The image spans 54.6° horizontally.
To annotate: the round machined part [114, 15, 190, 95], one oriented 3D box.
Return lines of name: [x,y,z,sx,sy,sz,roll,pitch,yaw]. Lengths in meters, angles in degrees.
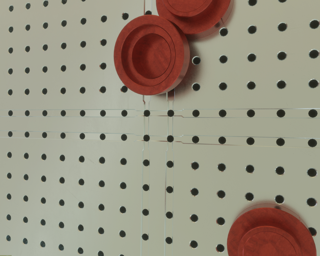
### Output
round machined part: [-0.007,-0.092,0.401,0.098,0.042,0.097,4,100,25]

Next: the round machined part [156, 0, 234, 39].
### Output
round machined part: [0.041,-0.167,0.390,0.098,0.042,0.097,0,90,20]

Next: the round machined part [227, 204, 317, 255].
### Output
round machined part: [0.127,0.141,0.359,0.098,0.042,0.097,0,90,20]
